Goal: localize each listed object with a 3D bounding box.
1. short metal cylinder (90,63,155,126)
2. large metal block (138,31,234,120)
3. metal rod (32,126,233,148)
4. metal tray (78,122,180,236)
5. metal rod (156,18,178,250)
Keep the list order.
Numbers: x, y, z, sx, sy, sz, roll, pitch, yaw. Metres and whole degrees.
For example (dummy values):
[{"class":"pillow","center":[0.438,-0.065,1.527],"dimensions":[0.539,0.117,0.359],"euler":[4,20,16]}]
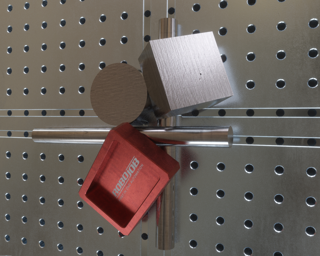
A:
[{"class":"short metal cylinder","center":[-0.045,-0.043,0.415],"dimensions":[0.080,0.050,0.079],"euler":[0,90,20]},{"class":"large metal block","center":[0.029,-0.061,0.368],"dimensions":[0.081,0.050,0.080],"euler":[-15,84,-21]},{"class":"metal rod","center":[-0.055,0.011,0.414],"dimensions":[0.300,0.025,0.025],"euler":[0,90,27]},{"class":"metal tray","center":[-0.044,0.068,0.398],"dimensions":[0.090,0.030,0.129],"euler":[38,123,10]},{"class":"metal rod","center":[0.009,0.008,0.409],"dimensions":[0.025,0.025,0.298],"euler":[1,91,20]}]
